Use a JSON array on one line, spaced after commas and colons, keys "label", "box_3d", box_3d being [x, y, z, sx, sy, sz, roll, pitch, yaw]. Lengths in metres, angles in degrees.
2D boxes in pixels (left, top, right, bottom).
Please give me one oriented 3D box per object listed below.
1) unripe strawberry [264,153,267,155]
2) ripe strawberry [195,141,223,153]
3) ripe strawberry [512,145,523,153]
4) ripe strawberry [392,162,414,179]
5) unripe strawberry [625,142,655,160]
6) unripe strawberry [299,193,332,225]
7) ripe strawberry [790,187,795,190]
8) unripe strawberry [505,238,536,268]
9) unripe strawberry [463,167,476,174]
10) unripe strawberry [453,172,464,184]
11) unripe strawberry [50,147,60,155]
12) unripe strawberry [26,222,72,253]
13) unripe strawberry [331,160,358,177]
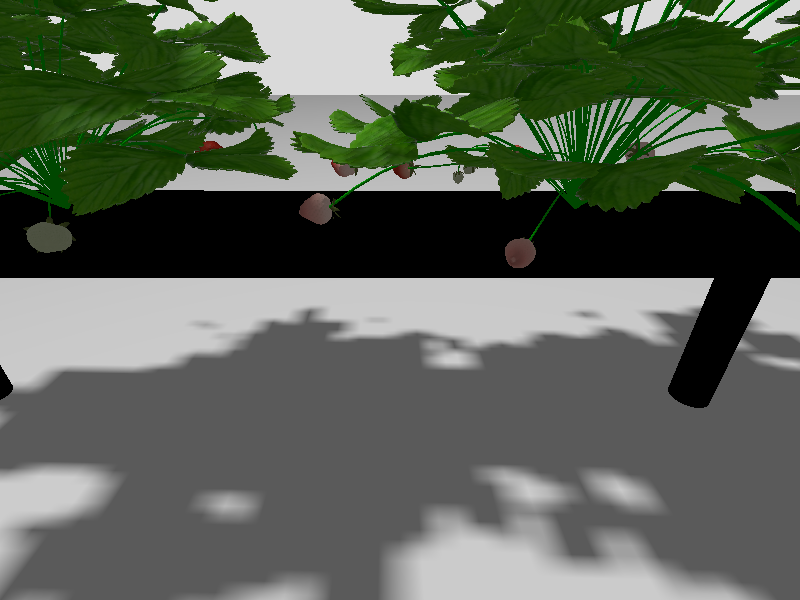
[{"label": "unripe strawberry", "box_3d": [-0.177, -0.189, 0.518, 0.011, 0.011, 0.010, 16, 33, 27]}, {"label": "ripe strawberry", "box_3d": [-0.234, -0.182, 0.502, 0.039, 0.033, 0.039, 9, 30, 16]}, {"label": "ripe strawberry", "box_3d": [0.153, -0.193, 0.534, 0.025, 0.026, 0.027, 0, 28, 0]}, {"label": "ripe strawberry", "box_3d": [0.002, -0.154, 0.463, 0.027, 0.027, 0.025, 22, 35, 35]}, {"label": "unripe strawberry", "box_3d": [0.309, -0.187, 0.515, 0.034, 0.031, 0.031, 21, 12, 33]}, {"label": "unripe strawberry", "box_3d": [-0.066, -0.071, 0.312, 0.025, 0.024, 0.023, -7, 29, -8]}, {"label": "ripe strawberry", "box_3d": [0.407, -0.122, 0.389, 0.043, 0.037, 0.043, 4, 27, -15]}, {"label": "unripe strawberry", "box_3d": [0.070, -0.027, 0.237, 0.018, 0.019, 0.019, 18, 34, 29]}, {"label": "unripe strawberry", "box_3d": [0.083, -0.157, 0.478, 0.015, 0.014, 0.014, -14, -14, -23]}, {"label": "unripe strawberry", "box_3d": [0.060, -0.127, 0.417, 0.011, 0.011, 0.011, 21, 35, 34]}, {"label": "unripe strawberry", "box_3d": [-0.435, -0.188, 0.505, 0.010, 0.011, 0.011, -20, 35, -32]}, {"label": "unripe strawberry", "box_3d": [-0.226, -0.040, 0.258, 0.022, 0.019, 0.022, -18, 34, -29]}, {"label": "unripe strawberry", "box_3d": [-0.064, -0.158, 0.464, 0.032, 0.027, 0.032, 16, 32, 27]}]
